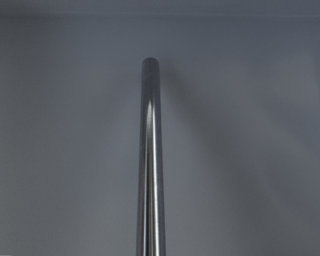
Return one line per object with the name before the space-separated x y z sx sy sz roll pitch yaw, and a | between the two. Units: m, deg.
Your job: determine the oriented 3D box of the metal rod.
metal rod | -0.010 0.017 0.340 0.025 0.025 0.300 -1 46 -1
